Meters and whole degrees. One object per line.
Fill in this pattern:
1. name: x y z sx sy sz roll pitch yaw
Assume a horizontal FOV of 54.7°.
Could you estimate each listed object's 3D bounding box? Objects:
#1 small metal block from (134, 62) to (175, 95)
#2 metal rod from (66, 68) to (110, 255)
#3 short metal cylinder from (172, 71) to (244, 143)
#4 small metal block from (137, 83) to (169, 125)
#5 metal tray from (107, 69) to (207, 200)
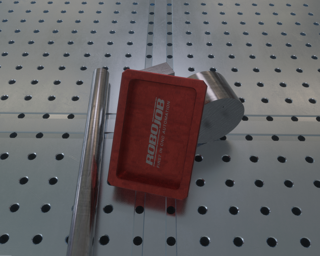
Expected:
1. small metal block: -0.008 -0.060 0.442 0.050 0.050 0.025 -21 53 -17
2. metal rod: -0.084 0.032 0.379 0.025 0.025 0.300 -2 50 -2
3. short metal cylinder: 0.058 -0.025 0.393 0.081 0.080 0.050 -14 52 -12
4. small metal block: -0.009 -0.026 0.411 0.025 0.050 0.050 -38 59 -18
5. metal tray: -0.003 0.006 0.343 0.090 0.129 0.030 10 8 8
